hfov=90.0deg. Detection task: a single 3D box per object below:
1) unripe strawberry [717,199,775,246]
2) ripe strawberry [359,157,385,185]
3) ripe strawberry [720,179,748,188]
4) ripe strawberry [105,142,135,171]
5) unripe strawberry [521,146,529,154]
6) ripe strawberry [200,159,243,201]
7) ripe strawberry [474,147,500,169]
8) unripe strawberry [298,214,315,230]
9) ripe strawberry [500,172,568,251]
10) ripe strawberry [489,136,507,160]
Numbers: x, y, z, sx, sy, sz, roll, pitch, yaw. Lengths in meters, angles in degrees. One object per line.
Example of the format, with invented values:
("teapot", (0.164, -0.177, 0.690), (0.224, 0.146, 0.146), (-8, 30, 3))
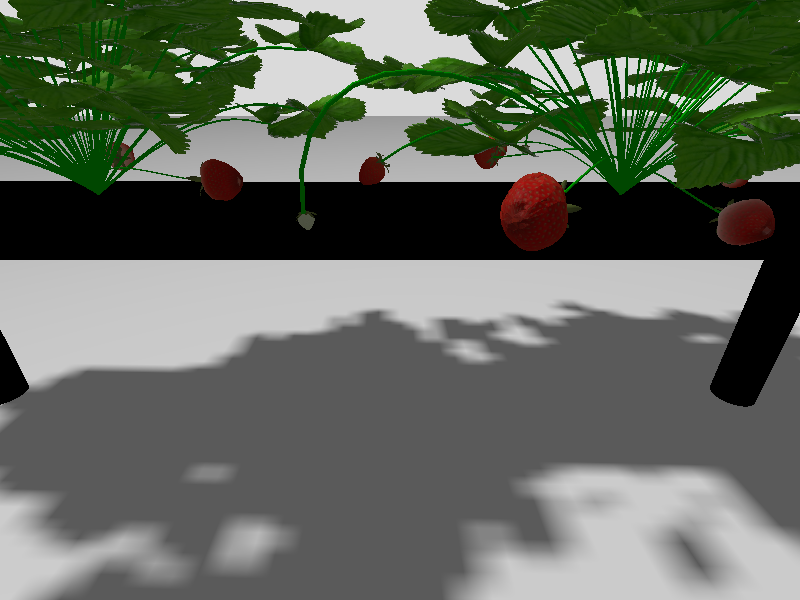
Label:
("unripe strawberry", (0.188, -0.041, 0.216), (0.024, 0.025, 0.026), (0, 27, 1))
("ripe strawberry", (-0.027, -0.120, 0.377), (0.027, 0.023, 0.027), (-35, 14, 25))
("ripe strawberry", (0.316, -0.120, 0.375), (0.028, 0.028, 0.027), (-7, 27, -16))
("ripe strawberry", (-0.329, -0.169, 0.471), (0.030, 0.032, 0.033), (-12, 28, -23))
("unripe strawberry", (0.168, -0.202, 0.540), (0.010, 0.011, 0.011), (-3, 26, -5))
("ripe strawberry", (-0.139, -0.093, 0.313), (0.030, 0.032, 0.028), (6, 27, 11))
("ripe strawberry", (0.102, -0.173, 0.480), (0.029, 0.030, 0.031), (-14, 29, -26))
("unripe strawberry", (-0.056, -0.047, 0.241), (0.010, 0.010, 0.011), (-11, 28, -22))
("ripe strawberry", (0.067, -0.044, 0.205), (0.034, 0.039, 0.037), (20, 33, 35))
("ripe strawberry", (0.131, -0.213, 0.558), (0.033, 0.035, 0.035), (-6, 19, -12))
